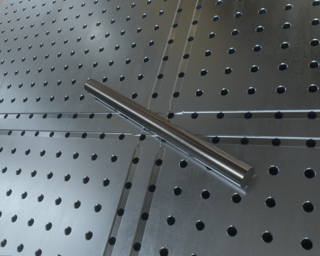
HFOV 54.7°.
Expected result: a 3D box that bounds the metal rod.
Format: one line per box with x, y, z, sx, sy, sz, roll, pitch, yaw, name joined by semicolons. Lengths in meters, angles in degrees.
-0.010;-0.008;0.417;0.300;0.025;0.025;31;79;37;metal rod
